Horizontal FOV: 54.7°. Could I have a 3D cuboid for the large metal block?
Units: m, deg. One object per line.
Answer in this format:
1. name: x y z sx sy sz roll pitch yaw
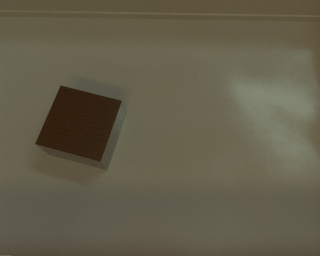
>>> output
1. large metal block: -0.096 0.001 0.395 0.080 0.050 0.080 15 71 5
